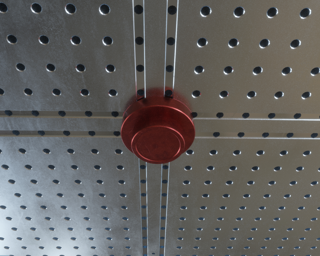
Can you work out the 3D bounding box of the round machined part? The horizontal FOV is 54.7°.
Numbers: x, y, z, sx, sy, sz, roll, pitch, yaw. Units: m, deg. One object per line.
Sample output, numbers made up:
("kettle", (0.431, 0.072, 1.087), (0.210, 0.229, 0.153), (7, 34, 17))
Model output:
("round machined part", (-0.003, 0.010, 0.408), (0.099, 0.042, 0.097), (-1, 130, 0))
